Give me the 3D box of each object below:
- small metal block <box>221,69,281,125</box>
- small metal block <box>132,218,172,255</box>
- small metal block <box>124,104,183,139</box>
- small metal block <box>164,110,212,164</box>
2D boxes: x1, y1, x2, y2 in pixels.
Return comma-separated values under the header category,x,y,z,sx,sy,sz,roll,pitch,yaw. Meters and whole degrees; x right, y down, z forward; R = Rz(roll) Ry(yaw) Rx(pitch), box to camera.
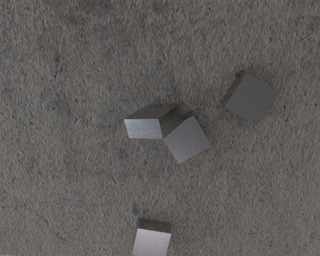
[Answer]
category,x,y,z,sx,sy,sz,roll,pitch,yaw
small metal block,0.115,-0.039,0.396,0.050,0.025,0.050,27,108,-10
small metal block,-0.013,0.169,0.472,0.050,0.025,0.050,11,110,-4
small metal block,-0.007,-0.009,0.383,0.050,0.050,0.025,0,113,33
small metal block,0.034,0.012,0.414,0.050,0.025,0.050,-29,108,10
